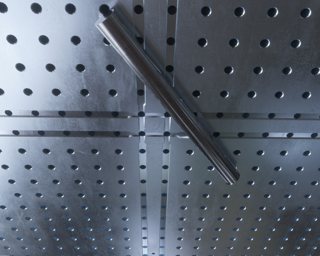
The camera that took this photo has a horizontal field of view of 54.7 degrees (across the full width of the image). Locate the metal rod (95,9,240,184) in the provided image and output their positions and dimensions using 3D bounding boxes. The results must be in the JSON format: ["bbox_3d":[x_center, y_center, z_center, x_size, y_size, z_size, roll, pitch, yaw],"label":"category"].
[{"bbox_3d":[0.027,-0.019,0.396,0.025,0.025,0.300,-28,125,21],"label":"metal rod"}]
